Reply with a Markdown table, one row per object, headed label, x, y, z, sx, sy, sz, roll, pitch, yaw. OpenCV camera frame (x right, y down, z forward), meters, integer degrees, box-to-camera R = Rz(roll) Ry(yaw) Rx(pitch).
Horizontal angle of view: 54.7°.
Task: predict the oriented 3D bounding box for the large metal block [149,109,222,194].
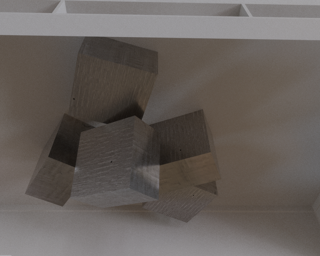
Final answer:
| label | x | y | z | sx | sy | sz | roll | pitch | yaw |
| --- | --- | --- | --- | --- | --- | --- | --- | --- | --- |
| large metal block | 0.028 | 0.030 | 0.399 | 0.080 | 0.080 | 0.050 | -16 | 128 | 13 |

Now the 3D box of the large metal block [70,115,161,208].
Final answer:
| label | x | y | z | sx | sy | sz | roll | pitch | yaw |
| --- | --- | --- | --- | --- | --- | --- | --- | --- | --- |
| large metal block | -0.048 | 0.041 | 0.349 | 0.080 | 0.080 | 0.050 | -15 | 148 | 29 |

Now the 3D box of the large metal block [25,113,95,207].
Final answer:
| label | x | y | z | sx | sy | sz | roll | pitch | yaw |
| --- | --- | --- | --- | --- | --- | --- | --- | --- | --- |
| large metal block | -0.127 | 0.042 | 0.407 | 0.050 | 0.080 | 0.080 | 27 | 125 | -21 |

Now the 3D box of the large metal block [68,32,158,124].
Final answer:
| label | x | y | z | sx | sy | sz | roll | pitch | yaw |
| --- | --- | --- | --- | --- | --- | --- | --- | --- | --- |
| large metal block | -0.053 | -0.050 | 0.349 | 0.081 | 0.050 | 0.079 | 13 | 129 | -12 |

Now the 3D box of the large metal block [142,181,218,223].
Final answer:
| label | x | y | z | sx | sy | sz | roll | pitch | yaw |
| --- | --- | --- | --- | --- | --- | --- | --- | --- | --- |
| large metal block | 0.028 | 0.092 | 0.472 | 0.080 | 0.050 | 0.080 | 24 | 126 | -20 |
